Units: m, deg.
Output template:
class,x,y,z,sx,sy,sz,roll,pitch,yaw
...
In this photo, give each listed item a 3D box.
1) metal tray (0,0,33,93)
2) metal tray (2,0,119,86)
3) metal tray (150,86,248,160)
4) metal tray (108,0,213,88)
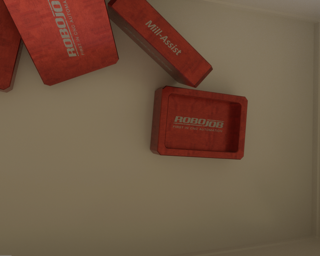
class,x,y,z,sx,sy,sz,roll,pitch,yaw
metal tray,-0.196,-0.112,0.335,0.091,0.030,0.129,13,86,-20
metal tray,-0.102,-0.114,0.323,0.091,0.030,0.129,-22,140,-12
metal tray,0.056,-0.005,0.429,0.131,0.030,0.089,5,88,-20
metal tray,-0.004,-0.105,0.372,0.130,0.090,0.030,41,93,-16
